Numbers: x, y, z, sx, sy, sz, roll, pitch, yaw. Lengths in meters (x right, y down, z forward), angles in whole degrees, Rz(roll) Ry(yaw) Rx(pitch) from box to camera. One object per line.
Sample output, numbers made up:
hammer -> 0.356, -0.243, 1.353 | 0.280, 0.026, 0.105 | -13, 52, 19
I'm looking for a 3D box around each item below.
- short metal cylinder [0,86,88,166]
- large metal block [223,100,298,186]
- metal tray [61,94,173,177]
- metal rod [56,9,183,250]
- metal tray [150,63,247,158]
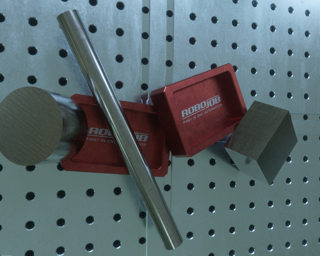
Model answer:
short metal cylinder -> -0.126, -0.001, 0.333 | 0.080, 0.050, 0.080 | -1, 86, 15
large metal block -> 0.143, 0.022, 0.433 | 0.080, 0.050, 0.080 | -53, 137, -12
metal tray -> -0.052, 0.011, 0.390 | 0.131, 0.030, 0.089 | 7, 88, -20
metal rod -> -0.043, 0.010, 0.365 | 0.025, 0.025, 0.299 | -27, 99, -18
metal tray -> 0.058, -0.026, 0.411 | 0.131, 0.030, 0.090 | -25, 99, -35
